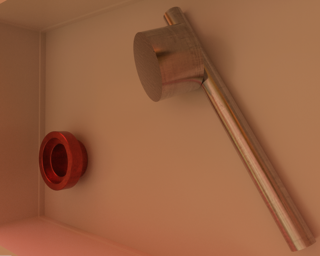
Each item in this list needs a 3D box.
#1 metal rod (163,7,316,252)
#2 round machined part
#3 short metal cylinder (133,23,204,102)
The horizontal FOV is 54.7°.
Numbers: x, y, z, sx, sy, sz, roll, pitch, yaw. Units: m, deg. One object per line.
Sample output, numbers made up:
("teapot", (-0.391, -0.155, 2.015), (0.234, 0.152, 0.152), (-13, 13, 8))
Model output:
("metal rod", (0.076, -0.016, 0.342), (0.025, 0.025, 0.299), (-38, 67, 33))
("round machined part", (-0.160, 0.054, 0.525), (0.098, 0.042, 0.097), (0, 90, 39))
("short metal cylinder", (0.008, -0.075, 0.358), (0.080, 0.050, 0.080), (162, 90, -72))
